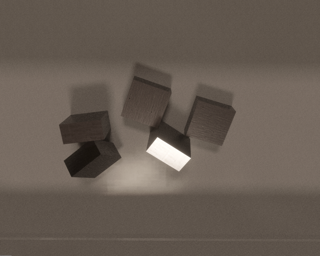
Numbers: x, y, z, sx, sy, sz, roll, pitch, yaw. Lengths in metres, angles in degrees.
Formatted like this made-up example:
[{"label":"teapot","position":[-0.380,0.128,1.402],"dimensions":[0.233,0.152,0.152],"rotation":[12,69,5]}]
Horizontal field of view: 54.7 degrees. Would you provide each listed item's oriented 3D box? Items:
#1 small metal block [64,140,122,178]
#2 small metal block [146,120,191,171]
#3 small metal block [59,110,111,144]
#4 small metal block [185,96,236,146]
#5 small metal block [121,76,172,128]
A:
[{"label":"small metal block","position":[-0.088,0.041,0.409],"dimensions":[0.050,0.050,0.025],"rotation":[-37,68,12]},{"label":"small metal block","position":[0.012,0.022,0.405],"dimensions":[0.050,0.050,0.025],"rotation":[33,115,-12]},{"label":"small metal block","position":[-0.094,-0.002,0.395],"dimensions":[0.050,0.050,0.025],"rotation":[-7,106,2]},{"label":"small metal block","position":[0.065,-0.010,0.409],"dimensions":[0.050,0.025,0.050],"rotation":[16,109,-6]},{"label":"small metal block","position":[-0.018,-0.034,0.399],"dimensions":[0.050,0.025,0.050],"rotation":[19,109,-7]}]
